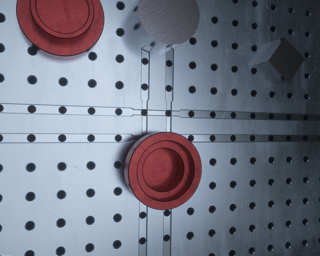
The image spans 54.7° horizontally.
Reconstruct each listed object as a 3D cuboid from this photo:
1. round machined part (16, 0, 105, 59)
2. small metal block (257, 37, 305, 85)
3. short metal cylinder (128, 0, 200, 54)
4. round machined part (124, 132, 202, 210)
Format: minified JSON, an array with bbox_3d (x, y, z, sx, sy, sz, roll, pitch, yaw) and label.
[{"bbox_3d":[-0.114,-0.133,0.361,0.099,0.042,0.097,0,90,-20],"label":"round machined part"},{"bbox_3d":[0.189,-0.103,0.482,0.050,0.025,0.050,40,77,-16],"label":"small metal block"},{"bbox_3d":[0.004,-0.141,0.400,0.081,0.050,0.080,0,90,-20],"label":"short metal cylinder"},{"bbox_3d":[0.001,0.053,0.404,0.099,0.042,0.097,0,90,-20],"label":"round machined part"}]
